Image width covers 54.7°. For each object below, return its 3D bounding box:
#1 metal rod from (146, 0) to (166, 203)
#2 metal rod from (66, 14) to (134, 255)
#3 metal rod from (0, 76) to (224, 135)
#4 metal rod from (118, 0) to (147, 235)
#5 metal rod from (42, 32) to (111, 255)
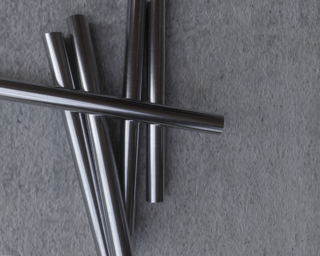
[{"bbox_3d":[-0.006,-0.054,0.407,0.025,0.025,0.298,0,90,-20],"label":"metal rod"},{"bbox_3d":[-0.071,0.015,0.369,0.025,0.025,0.298,-11,89,-20],"label":"metal rod"},{"bbox_3d":[-0.077,-0.028,0.344,0.302,0.025,0.025,9,87,-7],"label":"metal rod"},{"bbox_3d":[-0.037,-0.016,0.395,0.025,0.025,0.298,3,89,-20],"label":"metal rod"},{"bbox_3d":[-0.093,0.036,0.375,0.025,0.025,0.298,-15,95,-20],"label":"metal rod"}]
